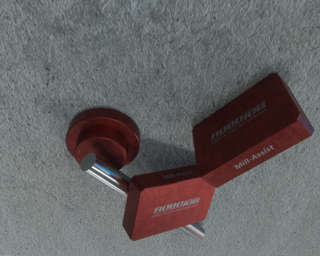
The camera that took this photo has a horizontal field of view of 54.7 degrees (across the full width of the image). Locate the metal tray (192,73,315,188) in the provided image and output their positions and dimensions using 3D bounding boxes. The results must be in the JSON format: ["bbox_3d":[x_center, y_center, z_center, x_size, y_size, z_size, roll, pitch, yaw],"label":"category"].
[{"bbox_3d":[0.101,0.003,0.368,0.130,0.090,0.030,-36,122,26],"label":"metal tray"}]

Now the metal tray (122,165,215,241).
[{"bbox_3d":[0.017,0.103,0.443,0.131,0.030,0.089,-5,120,-31],"label":"metal tray"}]

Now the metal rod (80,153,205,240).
[{"bbox_3d":[-0.007,0.118,0.474,0.025,0.025,0.300,-26,136,20],"label":"metal rod"}]

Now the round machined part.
[{"bbox_3d":[-0.077,0.024,0.416,0.099,0.042,0.097,0,130,0],"label":"round machined part"}]
